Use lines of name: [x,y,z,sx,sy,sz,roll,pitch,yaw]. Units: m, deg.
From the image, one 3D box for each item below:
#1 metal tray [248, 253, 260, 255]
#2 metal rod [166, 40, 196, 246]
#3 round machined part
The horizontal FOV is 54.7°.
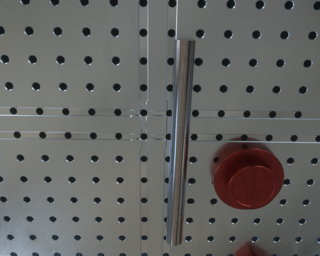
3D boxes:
metal tray: [0.175,0.274,0.512,0.130,0.030,0.090,35,106,-12]
metal rod: [0.026,0.033,0.425,0.025,0.025,0.298,1,110,-1]
round machined part: [0.124,0.074,0.432,0.099,0.042,0.097,0,110,0]
